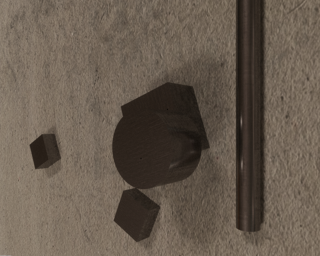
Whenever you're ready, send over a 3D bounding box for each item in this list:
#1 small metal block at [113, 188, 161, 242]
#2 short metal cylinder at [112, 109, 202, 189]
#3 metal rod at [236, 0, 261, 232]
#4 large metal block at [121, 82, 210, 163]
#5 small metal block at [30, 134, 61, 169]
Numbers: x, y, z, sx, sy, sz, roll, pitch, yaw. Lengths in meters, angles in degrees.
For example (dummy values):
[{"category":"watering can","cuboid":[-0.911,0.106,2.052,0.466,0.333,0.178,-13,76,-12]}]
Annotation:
[{"category":"small metal block","cuboid":[-0.033,0.119,0.430,0.050,0.025,0.050,30,108,35]},{"category":"short metal cylinder","cuboid":[-0.004,0.020,0.325,0.080,0.050,0.079,0,90,39]},{"category":"metal rod","cuboid":[0.093,-0.044,0.326,0.025,0.025,0.298,0,90,39]},{"category":"large metal block","cuboid":[0.005,-0.002,0.383,0.080,0.050,0.080,-23,76,37]},{"category":"small metal block","cuboid":[-0.215,0.044,0.579,0.050,0.025,0.050,-31,71,35]}]
